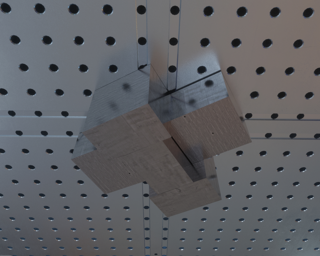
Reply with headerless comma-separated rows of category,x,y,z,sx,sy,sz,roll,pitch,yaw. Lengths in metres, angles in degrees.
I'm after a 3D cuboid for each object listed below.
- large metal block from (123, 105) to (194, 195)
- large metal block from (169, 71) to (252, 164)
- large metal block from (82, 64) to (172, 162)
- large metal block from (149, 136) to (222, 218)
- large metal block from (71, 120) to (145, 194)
large metal block,0.000,0.024,0.395,0.050,0.080,0.080,-23,127,18
large metal block,0.057,-0.010,0.386,0.080,0.050,0.080,-23,129,18
large metal block,-0.035,-0.018,0.359,0.080,0.080,0.050,-22,126,18
large metal block,0.033,0.066,0.432,0.080,0.080,0.050,-23,126,17
large metal block,-0.060,0.038,0.428,0.080,0.050,0.080,-21,127,17
